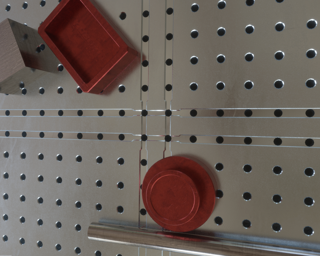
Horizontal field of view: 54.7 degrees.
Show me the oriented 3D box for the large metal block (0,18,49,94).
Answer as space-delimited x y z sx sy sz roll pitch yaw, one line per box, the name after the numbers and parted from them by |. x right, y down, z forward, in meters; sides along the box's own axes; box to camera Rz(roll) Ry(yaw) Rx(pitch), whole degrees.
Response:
-0.232 -0.107 0.479 0.080 0.050 0.080 -25 82 18 | large metal block

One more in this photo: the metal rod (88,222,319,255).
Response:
0.045 0.149 0.396 0.301 0.025 0.025 1 90 19 | metal rod

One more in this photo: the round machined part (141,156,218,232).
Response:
0.021 0.085 0.395 0.098 0.042 0.097 0 90 19 | round machined part

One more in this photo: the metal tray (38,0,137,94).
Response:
-0.106 -0.124 0.445 0.090 0.030 0.130 -42 77 14 | metal tray
